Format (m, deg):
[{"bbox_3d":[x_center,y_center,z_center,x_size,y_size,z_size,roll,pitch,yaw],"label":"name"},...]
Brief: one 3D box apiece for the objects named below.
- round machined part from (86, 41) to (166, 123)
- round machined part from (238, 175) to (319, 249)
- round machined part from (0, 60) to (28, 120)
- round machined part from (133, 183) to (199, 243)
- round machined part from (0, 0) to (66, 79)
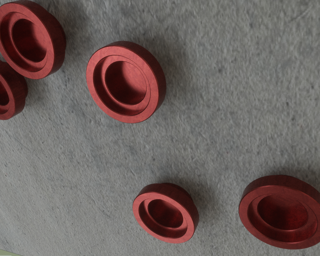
[{"bbox_3d":[-0.037,-0.058,0.378,0.098,0.042,0.097,13,124,20],"label":"round machined part"},{"bbox_3d":[0.149,0.096,0.376,0.098,0.042,0.097,13,124,20],"label":"round machined part"},{"bbox_3d":[-0.249,-0.065,0.484,0.098,0.042,0.097,13,124,20],"label":"round machined part"},{"bbox_3d":[0.012,0.121,0.463,0.098,0.042,0.097,13,124,20],"label":"round machined part"},{"bbox_3d":[-0.165,-0.117,0.408,0.098,0.042,0.097,13,124,20],"label":"round machined part"}]
